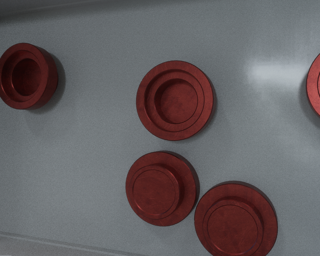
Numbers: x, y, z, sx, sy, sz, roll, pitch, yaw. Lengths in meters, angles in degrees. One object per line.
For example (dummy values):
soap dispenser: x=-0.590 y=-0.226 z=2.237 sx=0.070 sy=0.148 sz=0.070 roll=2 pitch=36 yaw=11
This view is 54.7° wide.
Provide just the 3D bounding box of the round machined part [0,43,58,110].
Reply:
round machined part: x=-0.196 y=-0.076 z=0.471 sx=0.098 sy=0.042 sz=0.097 roll=0 pitch=90 yaw=20

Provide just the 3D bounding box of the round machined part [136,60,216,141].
round machined part: x=0.023 y=-0.033 z=0.393 sx=0.098 sy=0.042 sz=0.097 roll=0 pitch=90 yaw=20

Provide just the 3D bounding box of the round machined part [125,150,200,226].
round machined part: x=-0.001 y=0.079 z=0.402 sx=0.098 sy=0.042 sz=0.097 roll=0 pitch=90 yaw=20

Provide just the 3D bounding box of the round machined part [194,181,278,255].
round machined part: x=0.088 y=0.115 z=0.370 sx=0.098 sy=0.042 sz=0.097 roll=0 pitch=90 yaw=20

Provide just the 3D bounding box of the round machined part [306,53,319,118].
round machined part: x=0.207 y=-0.044 z=0.325 sx=0.098 sy=0.042 sz=0.097 roll=-1 pitch=88 yaw=24
